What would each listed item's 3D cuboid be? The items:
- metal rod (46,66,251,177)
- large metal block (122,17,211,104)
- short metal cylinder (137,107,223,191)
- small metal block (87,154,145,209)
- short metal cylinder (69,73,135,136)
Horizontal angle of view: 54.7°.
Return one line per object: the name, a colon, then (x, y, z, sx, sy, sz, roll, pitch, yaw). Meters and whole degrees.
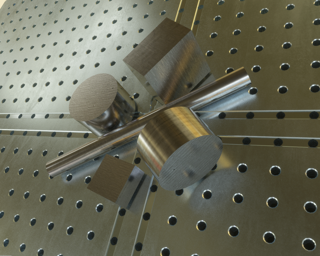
metal rod: (-0.024, -0.003, 0.418, 0.301, 0.025, 0.025, -25, 53, 12)
large metal block: (0.011, -0.083, 0.414, 0.080, 0.080, 0.050, -45, 51, -3)
short metal cylinder: (0.022, 0.023, 0.343, 0.080, 0.080, 0.050, -40, 52, 1)
small metal block: (-0.056, 0.066, 0.392, 0.050, 0.025, 0.050, 16, 70, 34)
short metal cylinder: (-0.083, -0.032, 0.451, 0.080, 0.050, 0.080, -13, 56, 21)
